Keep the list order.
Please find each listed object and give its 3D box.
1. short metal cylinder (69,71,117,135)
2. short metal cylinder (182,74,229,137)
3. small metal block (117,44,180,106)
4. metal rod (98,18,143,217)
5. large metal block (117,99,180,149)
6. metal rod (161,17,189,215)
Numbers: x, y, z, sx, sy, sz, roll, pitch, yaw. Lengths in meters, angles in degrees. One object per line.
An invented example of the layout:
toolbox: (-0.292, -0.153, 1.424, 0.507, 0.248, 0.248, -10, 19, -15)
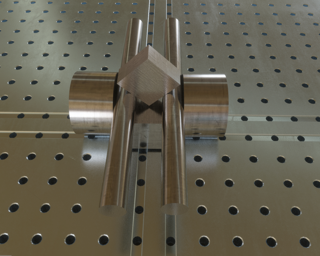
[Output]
short metal cylinder: (-0.078, -0.031, 0.393, 0.050, 0.080, 0.080, 1, 50, 1)
short metal cylinder: (0.053, -0.028, 0.391, 0.050, 0.080, 0.080, 0, 50, 1)
small metal block: (-0.013, -0.059, 0.354, 0.050, 0.050, 0.025, -31, 41, 33)
metal rod: (-0.040, -0.041, 0.372, 0.025, 0.025, 0.300, 1, 50, 0)
large metal block: (-0.013, -0.020, 0.403, 0.081, 0.050, 0.080, 1, 50, 0)
metal rod: (0.015, -0.042, 0.374, 0.025, 0.025, 0.300, 1, 50, 0)
